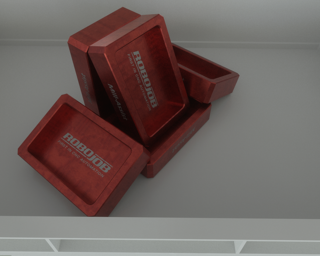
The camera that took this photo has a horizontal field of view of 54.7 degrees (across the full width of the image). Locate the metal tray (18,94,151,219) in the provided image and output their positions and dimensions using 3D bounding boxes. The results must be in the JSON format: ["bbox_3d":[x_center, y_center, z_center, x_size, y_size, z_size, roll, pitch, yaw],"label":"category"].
[{"bbox_3d":[-0.088,0.029,0.352,0.130,0.030,0.090,33,81,24],"label":"metal tray"}]

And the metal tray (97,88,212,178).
[{"bbox_3d":[-0.005,-0.007,0.405,0.090,0.030,0.131,32,57,23],"label":"metal tray"}]

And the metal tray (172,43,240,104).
[{"bbox_3d":[0.038,-0.085,0.449,0.130,0.030,0.091,32,31,23],"label":"metal tray"}]

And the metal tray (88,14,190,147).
[{"bbox_3d":[-0.017,-0.054,0.364,0.030,0.129,0.090,15,47,43],"label":"metal tray"}]

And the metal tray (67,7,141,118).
[{"bbox_3d":[-0.059,-0.073,0.394,0.030,0.129,0.090,32,57,25],"label":"metal tray"}]
